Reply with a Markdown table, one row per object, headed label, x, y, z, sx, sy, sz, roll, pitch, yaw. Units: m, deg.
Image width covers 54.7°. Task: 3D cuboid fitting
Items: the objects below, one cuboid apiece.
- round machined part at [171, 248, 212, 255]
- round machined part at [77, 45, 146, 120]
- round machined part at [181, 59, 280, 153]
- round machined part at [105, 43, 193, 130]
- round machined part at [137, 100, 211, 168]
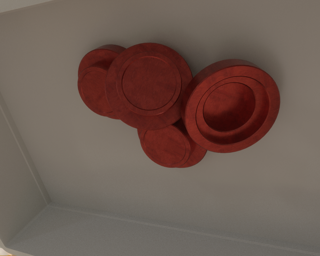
| label | x | y | z | sx | sy | sz | roll | pitch | yaw |
| --- | --- | --- | --- | --- | --- | --- | --- | --- | --- |
| round machined part | 0.049 | 0.220 | 0.486 | 0.098 | 0.098 | 0.042 | 7 | 81 | 24 |
| round machined part | -0.065 | -0.053 | 0.398 | 0.098 | 0.042 | 0.097 | 13 | 124 | 20 |
| round machined part | 0.070 | -0.025 | 0.326 | 0.099 | 0.042 | 0.097 | -4 | 119 | -8 |
| round machined part | -0.011 | -0.046 | 0.340 | 0.099 | 0.042 | 0.097 | 0 | 89 | -1 |
| round machined part | 0.014 | 0.012 | 0.397 | 0.098 | 0.042 | 0.097 | 13 | 124 | 20 |
